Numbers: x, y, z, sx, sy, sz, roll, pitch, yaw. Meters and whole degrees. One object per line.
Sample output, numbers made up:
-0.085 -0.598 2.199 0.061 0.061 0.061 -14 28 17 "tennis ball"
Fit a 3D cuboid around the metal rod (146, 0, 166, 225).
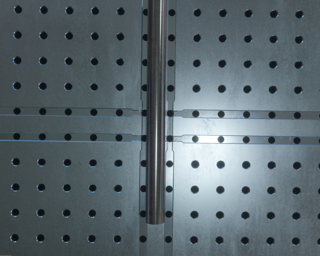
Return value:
-0.005 -0.024 0.414 0.025 0.025 0.298 1 90 0 "metal rod"
